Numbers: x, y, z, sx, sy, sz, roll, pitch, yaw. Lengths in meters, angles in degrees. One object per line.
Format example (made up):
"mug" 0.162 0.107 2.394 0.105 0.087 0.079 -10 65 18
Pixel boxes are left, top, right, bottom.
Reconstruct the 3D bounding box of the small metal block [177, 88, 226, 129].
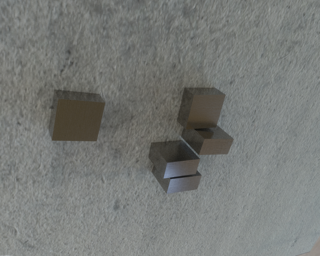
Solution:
"small metal block" 0.056 -0.027 0.422 0.050 0.025 0.050 -4 120 -27

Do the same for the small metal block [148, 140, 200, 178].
"small metal block" 0.019 0.042 0.429 0.050 0.050 0.025 -3 120 -27

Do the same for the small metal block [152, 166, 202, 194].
"small metal block" 0.023 0.066 0.446 0.050 0.050 0.025 -2 119 -28

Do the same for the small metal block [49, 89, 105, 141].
"small metal block" -0.094 -0.013 0.348 0.050 0.025 0.050 3 117 -30

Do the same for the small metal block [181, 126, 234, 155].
"small metal block" 0.066 0.014 0.437 0.050 0.050 0.025 1 118 -30
